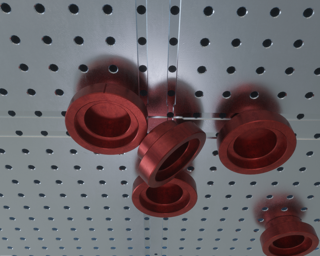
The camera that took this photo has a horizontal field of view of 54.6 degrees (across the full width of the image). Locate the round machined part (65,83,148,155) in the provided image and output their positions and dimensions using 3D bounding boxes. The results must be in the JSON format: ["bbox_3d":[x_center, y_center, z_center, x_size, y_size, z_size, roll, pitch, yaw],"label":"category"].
[{"bbox_3d":[-0.064,-0.015,0.387,0.099,0.042,0.097,0,130,0],"label":"round machined part"}]

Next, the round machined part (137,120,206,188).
[{"bbox_3d":[0.010,0.028,0.402,0.098,0.042,0.098,-35,154,-20],"label":"round machined part"}]

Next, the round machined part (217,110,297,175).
[{"bbox_3d":[0.125,0.014,0.414,0.099,0.042,0.097,0,130,0],"label":"round machined part"}]

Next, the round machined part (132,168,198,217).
[{"bbox_3d":[0.007,0.093,0.479,0.099,0.042,0.097,0,130,0],"label":"round machined part"}]

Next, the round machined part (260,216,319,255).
[{"bbox_3d":[0.234,0.198,0.571,0.099,0.042,0.097,0,130,0],"label":"round machined part"}]
